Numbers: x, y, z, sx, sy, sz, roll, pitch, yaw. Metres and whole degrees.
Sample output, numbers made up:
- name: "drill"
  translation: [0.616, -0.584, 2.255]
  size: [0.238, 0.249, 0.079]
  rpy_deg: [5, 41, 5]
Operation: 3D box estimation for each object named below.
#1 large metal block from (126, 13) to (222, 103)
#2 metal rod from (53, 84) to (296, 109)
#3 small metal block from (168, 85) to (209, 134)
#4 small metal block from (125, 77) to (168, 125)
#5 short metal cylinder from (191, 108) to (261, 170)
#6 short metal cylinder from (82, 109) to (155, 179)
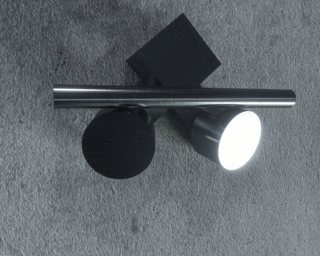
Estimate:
- name: "large metal block"
  translation: [0.017, -0.085, 0.401]
  size: [0.080, 0.050, 0.080]
  rpy_deg: [-44, 104, -15]
- name: "metal rod"
  translation: [0.033, -0.036, 0.368]
  size: [0.303, 0.025, 0.025]
  rpy_deg: [-2, 91, -20]
- name: "small metal block"
  translation: [0.045, -0.027, 0.427]
  size: [0.050, 0.025, 0.050]
  rpy_deg: [-45, 104, -14]
- name: "small metal block"
  translation: [-0.023, -0.029, 0.402]
  size: [0.050, 0.025, 0.050]
  rpy_deg: [-45, 104, -15]
- name: "short metal cylinder"
  translation: [0.089, 0.009, 0.415]
  size: [0.081, 0.050, 0.079]
  rpy_deg: [-16, 117, -33]
- name: "short metal cylinder"
  translation: [-0.046, 0.013, 0.365]
  size: [0.081, 0.050, 0.079]
  rpy_deg: [0, 107, -1]
